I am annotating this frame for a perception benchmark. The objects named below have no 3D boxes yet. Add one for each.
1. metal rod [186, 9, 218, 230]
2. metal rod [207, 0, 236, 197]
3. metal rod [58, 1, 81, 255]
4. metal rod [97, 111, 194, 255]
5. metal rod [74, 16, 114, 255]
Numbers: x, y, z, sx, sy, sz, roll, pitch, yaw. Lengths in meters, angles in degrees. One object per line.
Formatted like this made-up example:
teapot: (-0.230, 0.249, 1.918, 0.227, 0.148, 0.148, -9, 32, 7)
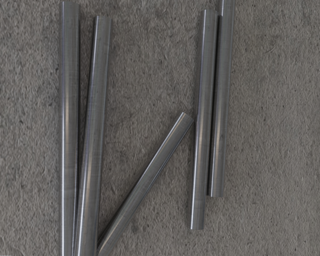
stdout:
metal rod: (0.059, -0.012, 0.430, 0.025, 0.025, 0.298, 4, 89, -20)
metal rod: (0.087, -0.054, 0.440, 0.025, 0.025, 0.298, 4, 89, -20)
metal rod: (-0.107, 0.003, 0.369, 0.025, 0.025, 0.298, 0, 90, -20)
metal rod: (-0.045, 0.108, 0.392, 0.025, 0.025, 0.300, 37, 78, -17)
metal rod: (-0.078, 0.015, 0.368, 0.025, 0.025, 0.298, 5, 84, -20)
